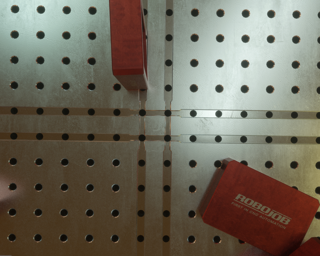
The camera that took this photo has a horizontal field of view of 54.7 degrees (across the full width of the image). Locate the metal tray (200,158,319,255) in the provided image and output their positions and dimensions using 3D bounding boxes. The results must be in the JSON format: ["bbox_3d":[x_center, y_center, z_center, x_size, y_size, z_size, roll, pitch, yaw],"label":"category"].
[{"bbox_3d":[0.130,0.107,0.413,0.131,0.030,0.090,26,90,-1],"label":"metal tray"}]

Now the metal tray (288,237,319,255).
[{"bbox_3d":[0.173,0.210,0.395,0.130,0.030,0.090,-39,116,0],"label":"metal tray"}]

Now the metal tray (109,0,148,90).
[{"bbox_3d":[-0.033,-0.097,0.360,0.030,0.130,0.089,-3,90,0],"label":"metal tray"}]
